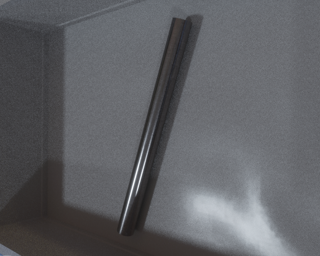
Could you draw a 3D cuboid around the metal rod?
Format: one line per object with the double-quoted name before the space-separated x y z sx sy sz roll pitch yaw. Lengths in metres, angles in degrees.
"metal rod" -0.011 0.008 0.414 0.025 0.025 0.298 25 106 37
